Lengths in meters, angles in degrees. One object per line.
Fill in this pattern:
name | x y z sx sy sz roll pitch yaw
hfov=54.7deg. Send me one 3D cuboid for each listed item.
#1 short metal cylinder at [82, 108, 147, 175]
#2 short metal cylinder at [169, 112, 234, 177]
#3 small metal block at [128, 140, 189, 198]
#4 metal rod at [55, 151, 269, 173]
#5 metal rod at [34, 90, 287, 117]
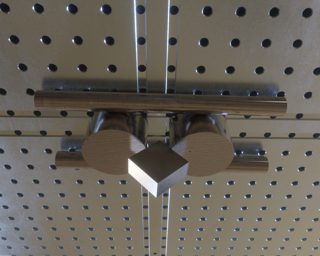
short metal cylinder | -0.057 0.016 0.404 0.081 0.050 0.079 0 130 0
short metal cylinder | 0.053 0.019 0.408 0.081 0.050 0.079 0 130 0
small metal block | -0.002 0.047 0.370 0.050 0.050 0.025 -29 140 -34
metal rod | 0.004 0.050 0.450 0.302 0.025 0.025 2 130 -2
metal rod | 0.002 -0.030 0.381 0.302 0.025 0.025 1 130 -2
